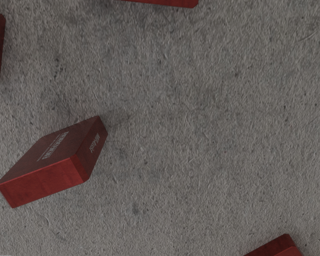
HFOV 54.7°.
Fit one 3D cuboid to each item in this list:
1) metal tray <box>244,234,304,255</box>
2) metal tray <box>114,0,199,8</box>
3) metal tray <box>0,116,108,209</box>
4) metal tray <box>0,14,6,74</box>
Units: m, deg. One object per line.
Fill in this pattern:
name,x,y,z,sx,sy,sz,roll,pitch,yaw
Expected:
metal tray,0.201,0.241,0.498,0.090,0.030,0.130,-34,107,11
metal tray,-0.019,-0.185,0.339,0.131,0.030,0.089,5,110,-2
metal tray,-0.117,0.033,0.365,0.090,0.130,0.030,-21,109,7
metal tray,-0.259,-0.106,0.366,0.131,0.030,0.089,14,109,-6
